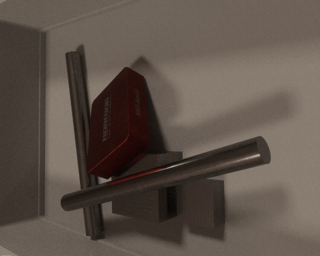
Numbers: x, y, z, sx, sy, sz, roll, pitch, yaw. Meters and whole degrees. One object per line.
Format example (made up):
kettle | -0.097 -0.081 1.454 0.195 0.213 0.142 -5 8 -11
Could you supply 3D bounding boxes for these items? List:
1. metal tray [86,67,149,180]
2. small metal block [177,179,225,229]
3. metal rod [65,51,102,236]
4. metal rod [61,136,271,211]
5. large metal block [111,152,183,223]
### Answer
metal tray | -0.058 -0.009 0.413 0.090 0.030 0.130 -39 39 32
small metal block | 0.048 0.087 0.366 0.050 0.025 0.050 -2 89 39
metal rod | -0.126 0.021 0.507 0.025 0.025 0.298 -14 81 39
metal rod | -0.021 0.063 0.357 0.299 0.025 0.025 -22 76 37
large metal block | -0.017 0.071 0.403 0.080 0.050 0.079 -2 89 39
